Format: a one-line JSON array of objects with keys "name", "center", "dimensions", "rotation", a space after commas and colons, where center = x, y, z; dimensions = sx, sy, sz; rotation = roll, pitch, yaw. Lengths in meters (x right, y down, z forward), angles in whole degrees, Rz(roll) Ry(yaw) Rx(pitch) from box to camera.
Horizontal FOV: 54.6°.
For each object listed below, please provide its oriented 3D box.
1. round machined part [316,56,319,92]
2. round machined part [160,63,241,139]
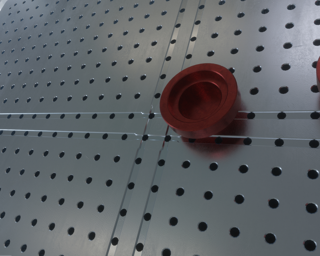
[{"name": "round machined part", "center": [0.215, -0.052, 0.316], "dimensions": [0.098, 0.042, 0.098], "rotation": [-13, 56, 21]}, {"name": "round machined part", "center": [0.053, -0.030, 0.389], "dimensions": [0.098, 0.042, 0.098], "rotation": [-13, 56, 21]}]
